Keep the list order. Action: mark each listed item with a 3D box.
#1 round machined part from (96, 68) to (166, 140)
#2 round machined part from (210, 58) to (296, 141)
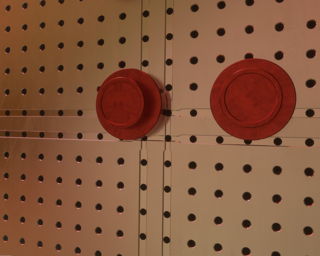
[{"bbox_3d":[-0.044,-0.032,0.418,0.098,0.042,0.097,0,90,19],"label":"round machined part"},{"bbox_3d":[0.108,-0.034,0.365,0.098,0.042,0.097,0,90,19],"label":"round machined part"}]
